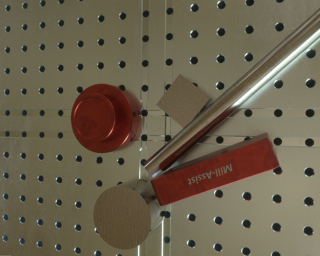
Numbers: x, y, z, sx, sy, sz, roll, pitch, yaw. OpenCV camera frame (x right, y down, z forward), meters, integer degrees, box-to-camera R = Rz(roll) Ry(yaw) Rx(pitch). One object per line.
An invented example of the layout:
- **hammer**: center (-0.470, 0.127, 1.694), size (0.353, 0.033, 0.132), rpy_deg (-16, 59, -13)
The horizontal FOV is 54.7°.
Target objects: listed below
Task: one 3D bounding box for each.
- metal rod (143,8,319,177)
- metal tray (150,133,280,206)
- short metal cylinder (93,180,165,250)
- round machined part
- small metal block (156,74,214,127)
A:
- **metal rod**: center (0.098, -0.045, 0.365), size (0.300, 0.025, 0.025), rpy_deg (-42, 77, 10)
- **metal tray**: center (0.065, 0.045, 0.354), size (0.130, 0.090, 0.030), rpy_deg (-23, 85, 18)
- **short metal cylinder**: center (-0.040, 0.113, 0.412), size (0.080, 0.050, 0.079), rpy_deg (0, 90, 19)
- **round machined part**: center (-0.083, -0.014, 0.432), size (0.098, 0.042, 0.097), rpy_deg (0, 90, 19)
- **small metal block**: center (0.032, -0.033, 0.401), size (0.050, 0.025, 0.050), rpy_deg (41, 102, 15)
